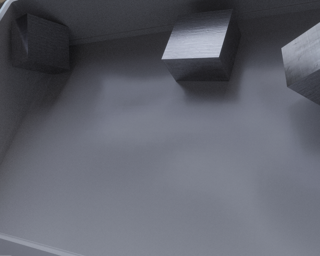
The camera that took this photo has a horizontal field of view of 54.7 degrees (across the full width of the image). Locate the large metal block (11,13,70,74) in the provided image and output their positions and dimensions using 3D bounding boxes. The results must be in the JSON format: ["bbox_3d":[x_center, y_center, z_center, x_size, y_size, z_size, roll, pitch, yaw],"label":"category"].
[{"bbox_3d":[-0.211,-0.145,0.549,0.050,0.080,0.080,-6,85,36],"label":"large metal block"}]

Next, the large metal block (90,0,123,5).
[{"bbox_3d":[-0.104,-0.300,0.632,0.080,0.050,0.080,16,70,34],"label":"large metal block"}]

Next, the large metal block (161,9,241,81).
[{"bbox_3d":[0.059,-0.112,0.427,0.080,0.050,0.080,5,64,30],"label":"large metal block"}]

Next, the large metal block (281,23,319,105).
[{"bbox_3d":[0.179,-0.063,0.295,0.080,0.080,0.050,-35,42,49],"label":"large metal block"}]
